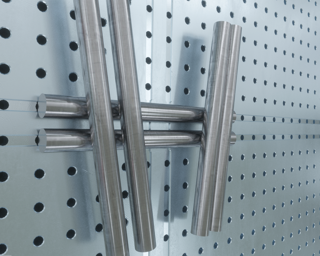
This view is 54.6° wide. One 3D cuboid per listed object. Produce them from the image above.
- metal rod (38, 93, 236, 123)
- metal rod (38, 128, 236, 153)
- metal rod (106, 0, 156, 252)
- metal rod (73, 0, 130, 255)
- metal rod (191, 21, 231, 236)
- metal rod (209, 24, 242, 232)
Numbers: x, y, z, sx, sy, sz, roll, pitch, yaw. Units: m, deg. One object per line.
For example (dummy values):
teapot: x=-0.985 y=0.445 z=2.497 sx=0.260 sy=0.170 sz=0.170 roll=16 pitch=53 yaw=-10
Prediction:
metal rod: x=-0.002 y=-0.020 z=0.407 sx=0.302 sy=0.025 sz=0.025 roll=1 pitch=90 yaw=-40
metal rod: x=-0.002 y=0.015 z=0.407 sx=0.302 sy=0.025 sz=0.025 roll=1 pitch=90 yaw=-40
metal rod: x=-0.032 y=-0.008 z=0.349 sx=0.025 sy=0.025 sz=0.298 roll=-10 pitch=97 yaw=-39
metal rod: x=-0.061 y=-0.006 z=0.325 sx=0.025 sy=0.025 sz=0.298 roll=-11 pitch=97 yaw=-39
metal rod: x=0.073 y=-0.003 z=0.437 sx=0.025 sy=0.025 sz=0.299 roll=12 pitch=83 yaw=-39
metal rod: x=0.093 y=-0.004 z=0.454 sx=0.025 sy=0.025 sz=0.299 roll=12 pitch=83 yaw=-39
